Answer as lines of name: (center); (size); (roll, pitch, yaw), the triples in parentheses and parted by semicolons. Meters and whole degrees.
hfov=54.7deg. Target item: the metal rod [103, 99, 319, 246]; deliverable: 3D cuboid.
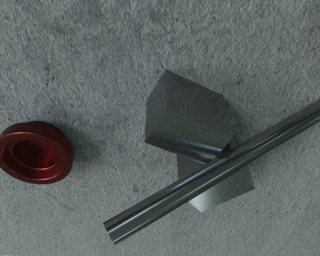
metal rod: (0.079, 0.040, 0.349); (0.302, 0.025, 0.025); (-27, 132, -17)

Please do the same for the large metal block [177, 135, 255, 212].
large metal block: (0.071, 0.054, 0.418); (0.080, 0.080, 0.050); (-31, 124, 23)

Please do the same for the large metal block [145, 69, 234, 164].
large metal block: (0.031, -0.013, 0.361); (0.080, 0.080, 0.050); (21, 127, -18)

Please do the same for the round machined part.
round machined part: (-0.165, 0.029, 0.418); (0.099, 0.042, 0.097); (-1, 130, 0)
